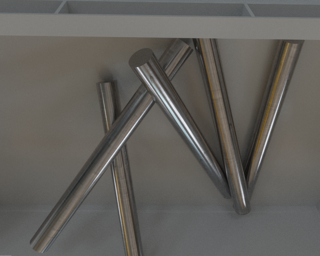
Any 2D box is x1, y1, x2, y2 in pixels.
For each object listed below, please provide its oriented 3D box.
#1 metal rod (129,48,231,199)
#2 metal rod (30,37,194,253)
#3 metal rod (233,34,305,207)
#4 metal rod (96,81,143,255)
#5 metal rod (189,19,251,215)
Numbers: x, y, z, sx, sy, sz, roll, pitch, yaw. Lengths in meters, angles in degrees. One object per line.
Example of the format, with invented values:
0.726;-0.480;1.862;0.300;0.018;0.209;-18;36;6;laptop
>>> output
0.046;0.019;0.392;0.025;0.025;0.300;-20;138;16;metal rod
-0.062;0.027;0.359;0.025;0.025;0.299;32;101;-24;metal rod
0.138;0.019;0.425;0.025;0.025;0.298;1;130;-1;metal rod
-0.046;0.088;0.403;0.025;0.025;0.298;-6;105;4;metal rod
0.086;0.009;0.401;0.025;0.025;0.299;-13;124;11;metal rod
